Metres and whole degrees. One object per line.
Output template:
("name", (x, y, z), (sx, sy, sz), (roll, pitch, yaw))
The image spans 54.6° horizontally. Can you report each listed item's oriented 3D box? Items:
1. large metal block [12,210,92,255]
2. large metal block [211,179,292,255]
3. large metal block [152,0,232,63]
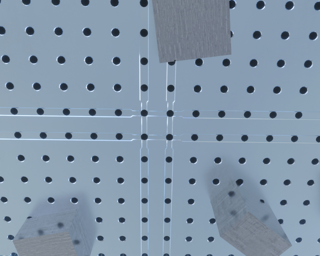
("large metal block", (-0.157, 0.177, 0.464), (0.080, 0.050, 0.080), (-11, 110, 4))
("large metal block", (0.123, 0.131, 0.433), (0.080, 0.080, 0.050), (39, 106, -13))
("large metal block", (0.035, -0.123, 0.355), (0.080, 0.050, 0.080), (-6, 110, 2))
